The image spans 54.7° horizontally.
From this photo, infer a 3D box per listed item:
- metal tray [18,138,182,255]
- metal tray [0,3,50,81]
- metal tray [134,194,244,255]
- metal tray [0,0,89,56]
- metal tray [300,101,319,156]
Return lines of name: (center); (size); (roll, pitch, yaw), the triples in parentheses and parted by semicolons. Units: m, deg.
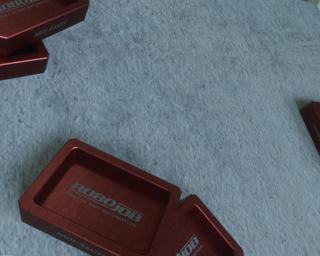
metal tray: (-0.054, 0.074, 0.304); (0.131, 0.030, 0.090); (25, 47, 3)
metal tray: (-0.201, -0.117, 0.364); (0.091, 0.030, 0.130); (-20, 73, -36)
metal tray: (0.020, 0.144, 0.325); (0.090, 0.030, 0.131); (50, 51, 6)
metal tray: (-0.161, -0.148, 0.365); (0.090, 0.030, 0.131); (44, 51, 1)
metal tray: (0.321, 0.016, 0.568); (0.091, 0.030, 0.130); (2, 61, -28)
